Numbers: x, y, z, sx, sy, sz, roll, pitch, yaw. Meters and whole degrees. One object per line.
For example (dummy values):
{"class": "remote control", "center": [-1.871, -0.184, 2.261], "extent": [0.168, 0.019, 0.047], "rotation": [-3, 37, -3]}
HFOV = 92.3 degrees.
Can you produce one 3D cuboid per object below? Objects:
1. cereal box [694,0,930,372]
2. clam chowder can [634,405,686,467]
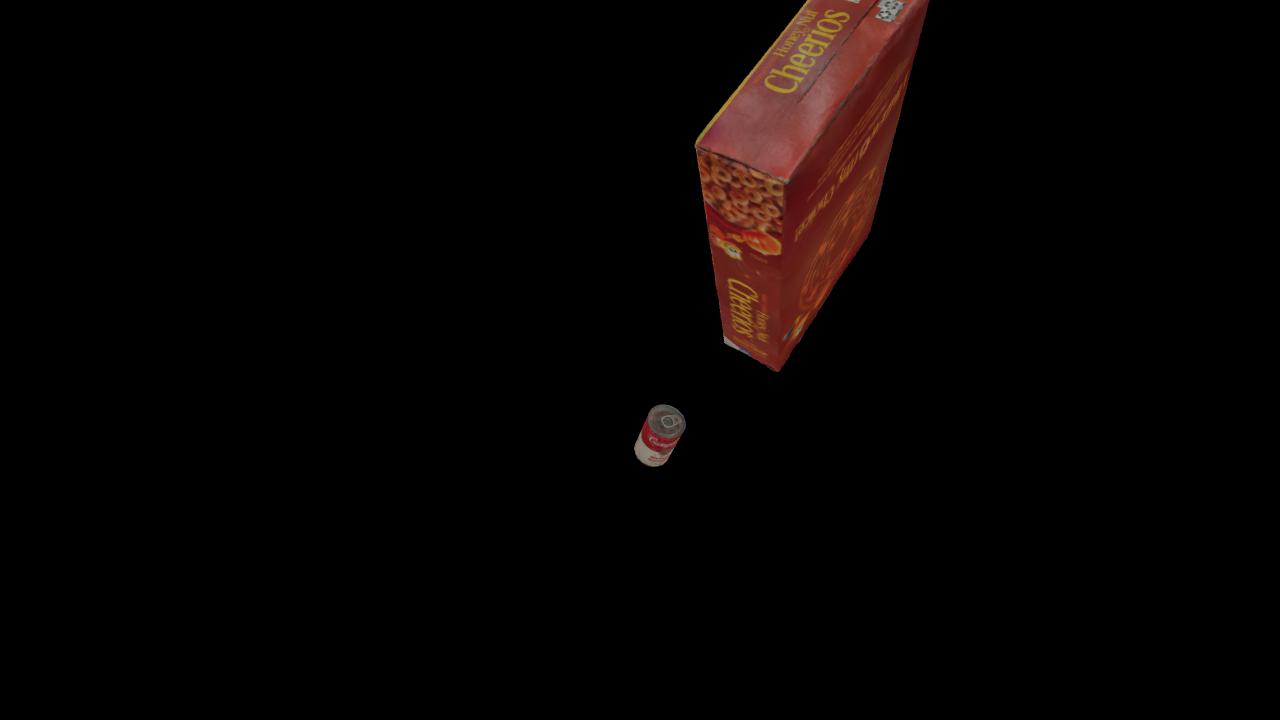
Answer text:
{"class": "cereal box", "center": [0.144, -0.139, 0.538], "extent": [0.081, 0.203, 0.306], "rotation": [31, -14, 21]}
{"class": "clam chowder can", "center": [0.033, 0.134, 1.078], "extent": [0.068, 0.068, 0.102], "rotation": [0, -39, -19]}
